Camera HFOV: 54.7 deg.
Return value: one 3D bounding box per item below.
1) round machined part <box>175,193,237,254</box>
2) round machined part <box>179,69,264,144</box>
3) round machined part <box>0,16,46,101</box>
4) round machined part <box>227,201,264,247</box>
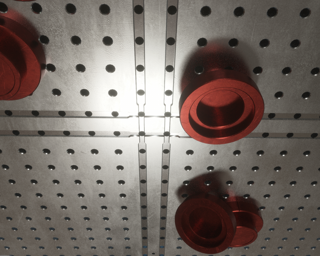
[{"bbox_3d":[0.078,0.152,0.511,0.098,0.042,0.097,7,105,25],"label":"round machined part"},{"bbox_3d":[0.072,-0.029,0.377,0.099,0.042,0.097,-1,130,0],"label":"round machined part"},{"bbox_3d":[-0.181,-0.069,0.339,0.099,0.042,0.097,-1,130,0],"label":"round machined part"},{"bbox_3d":[0.135,0.177,0.554,0.099,0.042,0.097,-1,130,0],"label":"round machined part"}]
